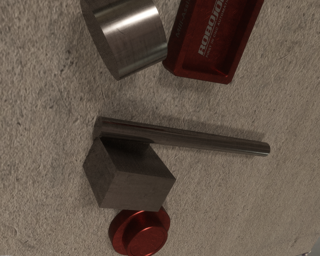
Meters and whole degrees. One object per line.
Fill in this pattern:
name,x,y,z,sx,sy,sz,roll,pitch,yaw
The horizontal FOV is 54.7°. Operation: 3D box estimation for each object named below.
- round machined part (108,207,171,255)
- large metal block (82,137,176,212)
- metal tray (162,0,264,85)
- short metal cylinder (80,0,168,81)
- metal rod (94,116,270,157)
round machined part,-0.027,0.165,0.485,0.099,0.042,0.097,-14,125,-21
large metal block,-0.040,0.055,0.385,0.081,0.080,0.050,15,111,-35
metal tray,0.065,-0.121,0.365,0.091,0.030,0.129,4,117,-31
short metal cylinder,-0.035,-0.092,0.296,0.050,0.080,0.080,-27,128,-12
metal rod,0.053,0.018,0.448,0.302,0.025,0.025,9,114,-33
